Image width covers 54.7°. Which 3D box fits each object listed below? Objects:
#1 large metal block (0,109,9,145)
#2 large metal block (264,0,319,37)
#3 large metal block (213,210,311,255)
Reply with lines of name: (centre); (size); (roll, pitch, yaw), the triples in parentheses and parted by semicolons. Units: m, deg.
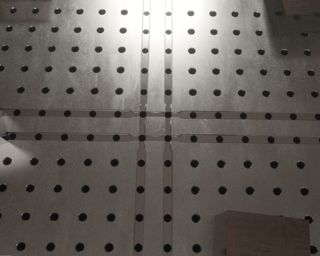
large metal block: (-0.249, -0.004, 0.381); (0.081, 0.080, 0.050); (-19, 71, -7)
large metal block: (0.213, -0.191, 0.471); (0.081, 0.050, 0.080); (-5, 70, -2)
large metal block: (0.106, 0.124, 0.339); (0.080, 0.080, 0.050); (7, 70, 2)
